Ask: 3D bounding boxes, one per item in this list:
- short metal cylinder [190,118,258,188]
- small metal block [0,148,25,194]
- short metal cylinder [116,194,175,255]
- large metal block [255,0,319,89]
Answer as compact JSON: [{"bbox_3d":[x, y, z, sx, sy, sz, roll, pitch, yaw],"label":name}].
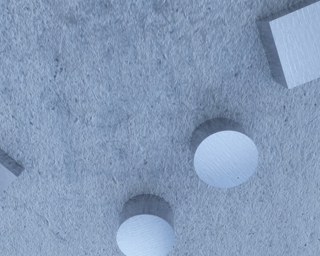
[{"bbox_3d":[0.082,0.032,0.409,0.081,0.050,0.079,0,110,0],"label":"short metal cylinder"},{"bbox_3d":[-0.228,0.061,0.430,0.050,0.025,0.050,-41,106,13],"label":"small metal block"},{"bbox_3d":[-0.020,0.144,0.449,0.081,0.050,0.079,0,110,0],"label":"short metal cylinder"},{"bbox_3d":[0.169,-0.102,0.361,0.080,0.050,0.080,-22,109,7],"label":"large metal block"}]
